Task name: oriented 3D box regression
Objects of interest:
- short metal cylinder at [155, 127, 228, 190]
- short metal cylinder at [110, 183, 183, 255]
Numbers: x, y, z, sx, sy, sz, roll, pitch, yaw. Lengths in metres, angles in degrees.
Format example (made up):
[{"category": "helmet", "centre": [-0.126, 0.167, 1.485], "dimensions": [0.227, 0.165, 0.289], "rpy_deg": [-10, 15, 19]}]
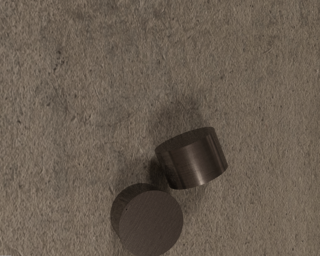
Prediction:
[{"category": "short metal cylinder", "centre": [0.040, 0.037, 0.396], "dimensions": [0.081, 0.080, 0.050], "rpy_deg": [-24, 99, -19]}, {"category": "short metal cylinder", "centre": [-0.018, 0.114, 0.390], "dimensions": [0.081, 0.050, 0.079], "rpy_deg": [0, 90, -21]}]
